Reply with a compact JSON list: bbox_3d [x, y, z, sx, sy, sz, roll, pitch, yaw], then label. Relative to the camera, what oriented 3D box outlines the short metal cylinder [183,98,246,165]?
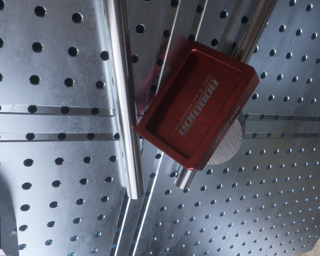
[{"bbox_3d":[0.069,0.002,0.406,0.050,0.080,0.079,-38,151,-65],"label":"short metal cylinder"}]

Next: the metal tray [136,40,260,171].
[{"bbox_3d":[0.042,-0.026,0.362,0.130,0.090,0.030,-58,151,4],"label":"metal tray"}]

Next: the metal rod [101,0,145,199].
[{"bbox_3d":[-0.041,-0.031,0.369,0.025,0.025,0.298,-16,125,-19],"label":"metal rod"}]

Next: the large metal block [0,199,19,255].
[{"bbox_3d":[-0.209,0.137,0.346,0.081,0.080,0.050,-21,127,-16],"label":"large metal block"}]

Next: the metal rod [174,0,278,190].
[{"bbox_3d":[0.086,-0.041,0.432,0.025,0.025,0.298,8,114,-32],"label":"metal rod"}]
